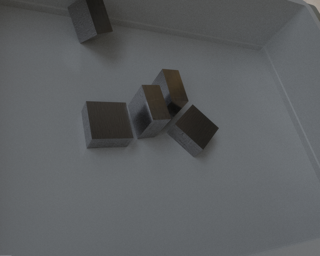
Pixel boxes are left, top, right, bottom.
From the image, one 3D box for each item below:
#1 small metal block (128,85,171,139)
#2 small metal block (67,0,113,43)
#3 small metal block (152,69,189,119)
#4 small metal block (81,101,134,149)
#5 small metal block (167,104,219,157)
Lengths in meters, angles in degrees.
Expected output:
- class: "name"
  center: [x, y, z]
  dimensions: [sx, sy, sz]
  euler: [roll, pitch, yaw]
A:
- class: "small metal block"
  center: [-0.015, -0.020, 0.395]
  dimensions: [0.025, 0.050, 0.050]
  euler: [-4, 64, -31]
- class: "small metal block"
  center: [-0.095, -0.147, 0.418]
  dimensions: [0.025, 0.050, 0.050]
  euler: [-27, 106, -37]
- class: "small metal block"
  center: [0.010, -0.045, 0.424]
  dimensions: [0.025, 0.050, 0.050]
  euler: [-1, 62, -29]
- class: "small metal block"
  center: [-0.064, -0.004, 0.375]
  dimensions: [0.050, 0.025, 0.050]
  euler: [0, 62, -29]
- class: "small metal block"
  center: [0.046, 0.003, 0.430]
  dimensions: [0.050, 0.025, 0.050]
  euler: [42, 51, 1]
